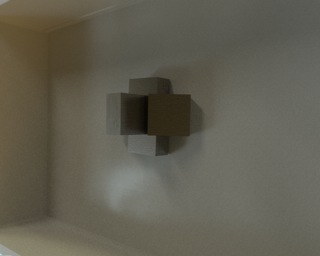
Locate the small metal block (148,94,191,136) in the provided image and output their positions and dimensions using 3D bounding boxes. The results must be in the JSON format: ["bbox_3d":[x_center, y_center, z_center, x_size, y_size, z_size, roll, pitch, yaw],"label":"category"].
[{"bbox_3d":[0.011,-0.016,0.380,0.050,0.025,0.050,1,92,0],"label":"small metal block"}]

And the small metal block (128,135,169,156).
[{"bbox_3d":[-0.016,0.010,0.417,0.050,0.025,0.050,3,92,40],"label":"small metal block"}]

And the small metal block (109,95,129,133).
[{"bbox_3d":[-0.057,-0.019,0.434,0.050,0.025,0.050,-172,83,-83],"label":"small metal block"}]

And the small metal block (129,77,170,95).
[{"bbox_3d":[-0.015,-0.041,0.416,0.050,0.025,0.050,3,92,39],"label":"small metal block"}]

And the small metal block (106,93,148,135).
[{"bbox_3d":[-0.040,-0.017,0.388,0.025,0.050,0.050,1,91,39],"label":"small metal block"}]
